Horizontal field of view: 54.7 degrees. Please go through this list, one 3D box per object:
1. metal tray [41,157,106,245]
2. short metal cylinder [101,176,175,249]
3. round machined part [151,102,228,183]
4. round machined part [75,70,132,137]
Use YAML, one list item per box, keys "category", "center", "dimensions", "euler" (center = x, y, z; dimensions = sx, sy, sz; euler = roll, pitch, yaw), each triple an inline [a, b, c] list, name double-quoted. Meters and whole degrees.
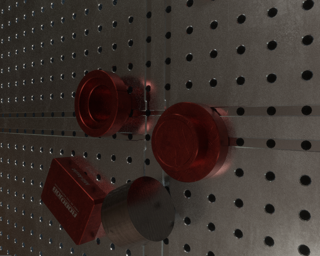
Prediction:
- category: "metal tray"
  center: [-0.148, 0.120, 0.525]
  dimensions: [0.130, 0.030, 0.089]
  euler: [35, 111, 34]
- category: "short metal cylinder"
  center: [-0.027, 0.108, 0.394]
  dimensions: [0.050, 0.081, 0.080]
  euler: [-30, 72, 36]
- category: "round machined part"
  center: [0.028, 0.017, 0.373]
  dimensions: [0.098, 0.042, 0.097]
  euler: [0, 90, 39]
- category: "round machined part"
  center: [-0.081, -0.036, 0.462]
  dimensions: [0.098, 0.042, 0.097]
  euler: [0, 90, 39]
